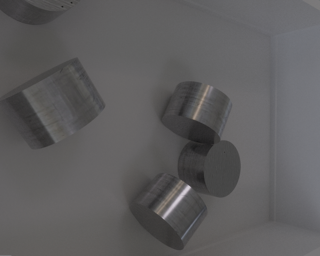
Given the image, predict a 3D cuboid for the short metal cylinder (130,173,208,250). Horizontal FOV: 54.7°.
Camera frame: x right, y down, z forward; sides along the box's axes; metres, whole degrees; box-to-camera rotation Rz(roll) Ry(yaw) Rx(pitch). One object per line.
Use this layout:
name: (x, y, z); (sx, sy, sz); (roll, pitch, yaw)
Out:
short metal cylinder: (0.010, 0.102, 0.380); (0.050, 0.080, 0.080); (-46, 118, -30)

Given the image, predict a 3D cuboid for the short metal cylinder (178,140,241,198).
short metal cylinder: (0.072, 0.057, 0.451); (0.081, 0.050, 0.080); (0, 90, -40)

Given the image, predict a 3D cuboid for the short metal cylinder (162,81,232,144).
short metal cylinder: (0.049, -0.019, 0.412); (0.080, 0.080, 0.050); (36, 68, -34)

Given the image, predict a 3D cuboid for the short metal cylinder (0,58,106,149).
short metal cylinder: (-0.099, -0.024, 0.288); (0.080, 0.080, 0.050); (-42, 116, -32)

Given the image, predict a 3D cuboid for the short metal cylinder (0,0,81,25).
short metal cylinder: (-0.117, -0.144, 0.292); (0.081, 0.050, 0.080); (0, 90, -40)
